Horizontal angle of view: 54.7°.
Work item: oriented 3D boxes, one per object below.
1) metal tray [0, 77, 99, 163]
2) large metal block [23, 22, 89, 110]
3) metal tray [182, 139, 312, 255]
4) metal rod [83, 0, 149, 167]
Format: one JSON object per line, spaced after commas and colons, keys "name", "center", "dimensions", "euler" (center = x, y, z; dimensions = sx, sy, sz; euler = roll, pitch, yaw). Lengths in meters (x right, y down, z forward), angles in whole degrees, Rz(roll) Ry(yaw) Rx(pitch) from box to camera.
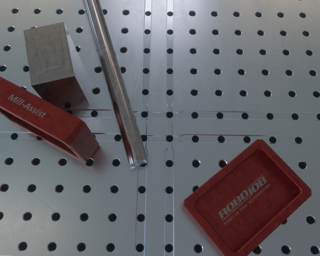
{"name": "metal tray", "center": [-0.145, -0.009, 0.379], "dimensions": [0.130, 0.090, 0.030], "euler": [27, 73, 9]}
{"name": "large metal block", "center": [-0.134, -0.078, 0.410], "dimensions": [0.050, 0.080, 0.080], "euler": [-14, 71, -5]}
{"name": "metal tray", "center": [0.104, 0.087, 0.378], "dimensions": [0.131, 0.030, 0.090], "euler": [-37, 74, -13]}
{"name": "metal rod", "center": [-0.071, -0.089, 0.443], "dimensions": [0.025, 0.025, 0.299], "euler": [-16, 71, -6]}
